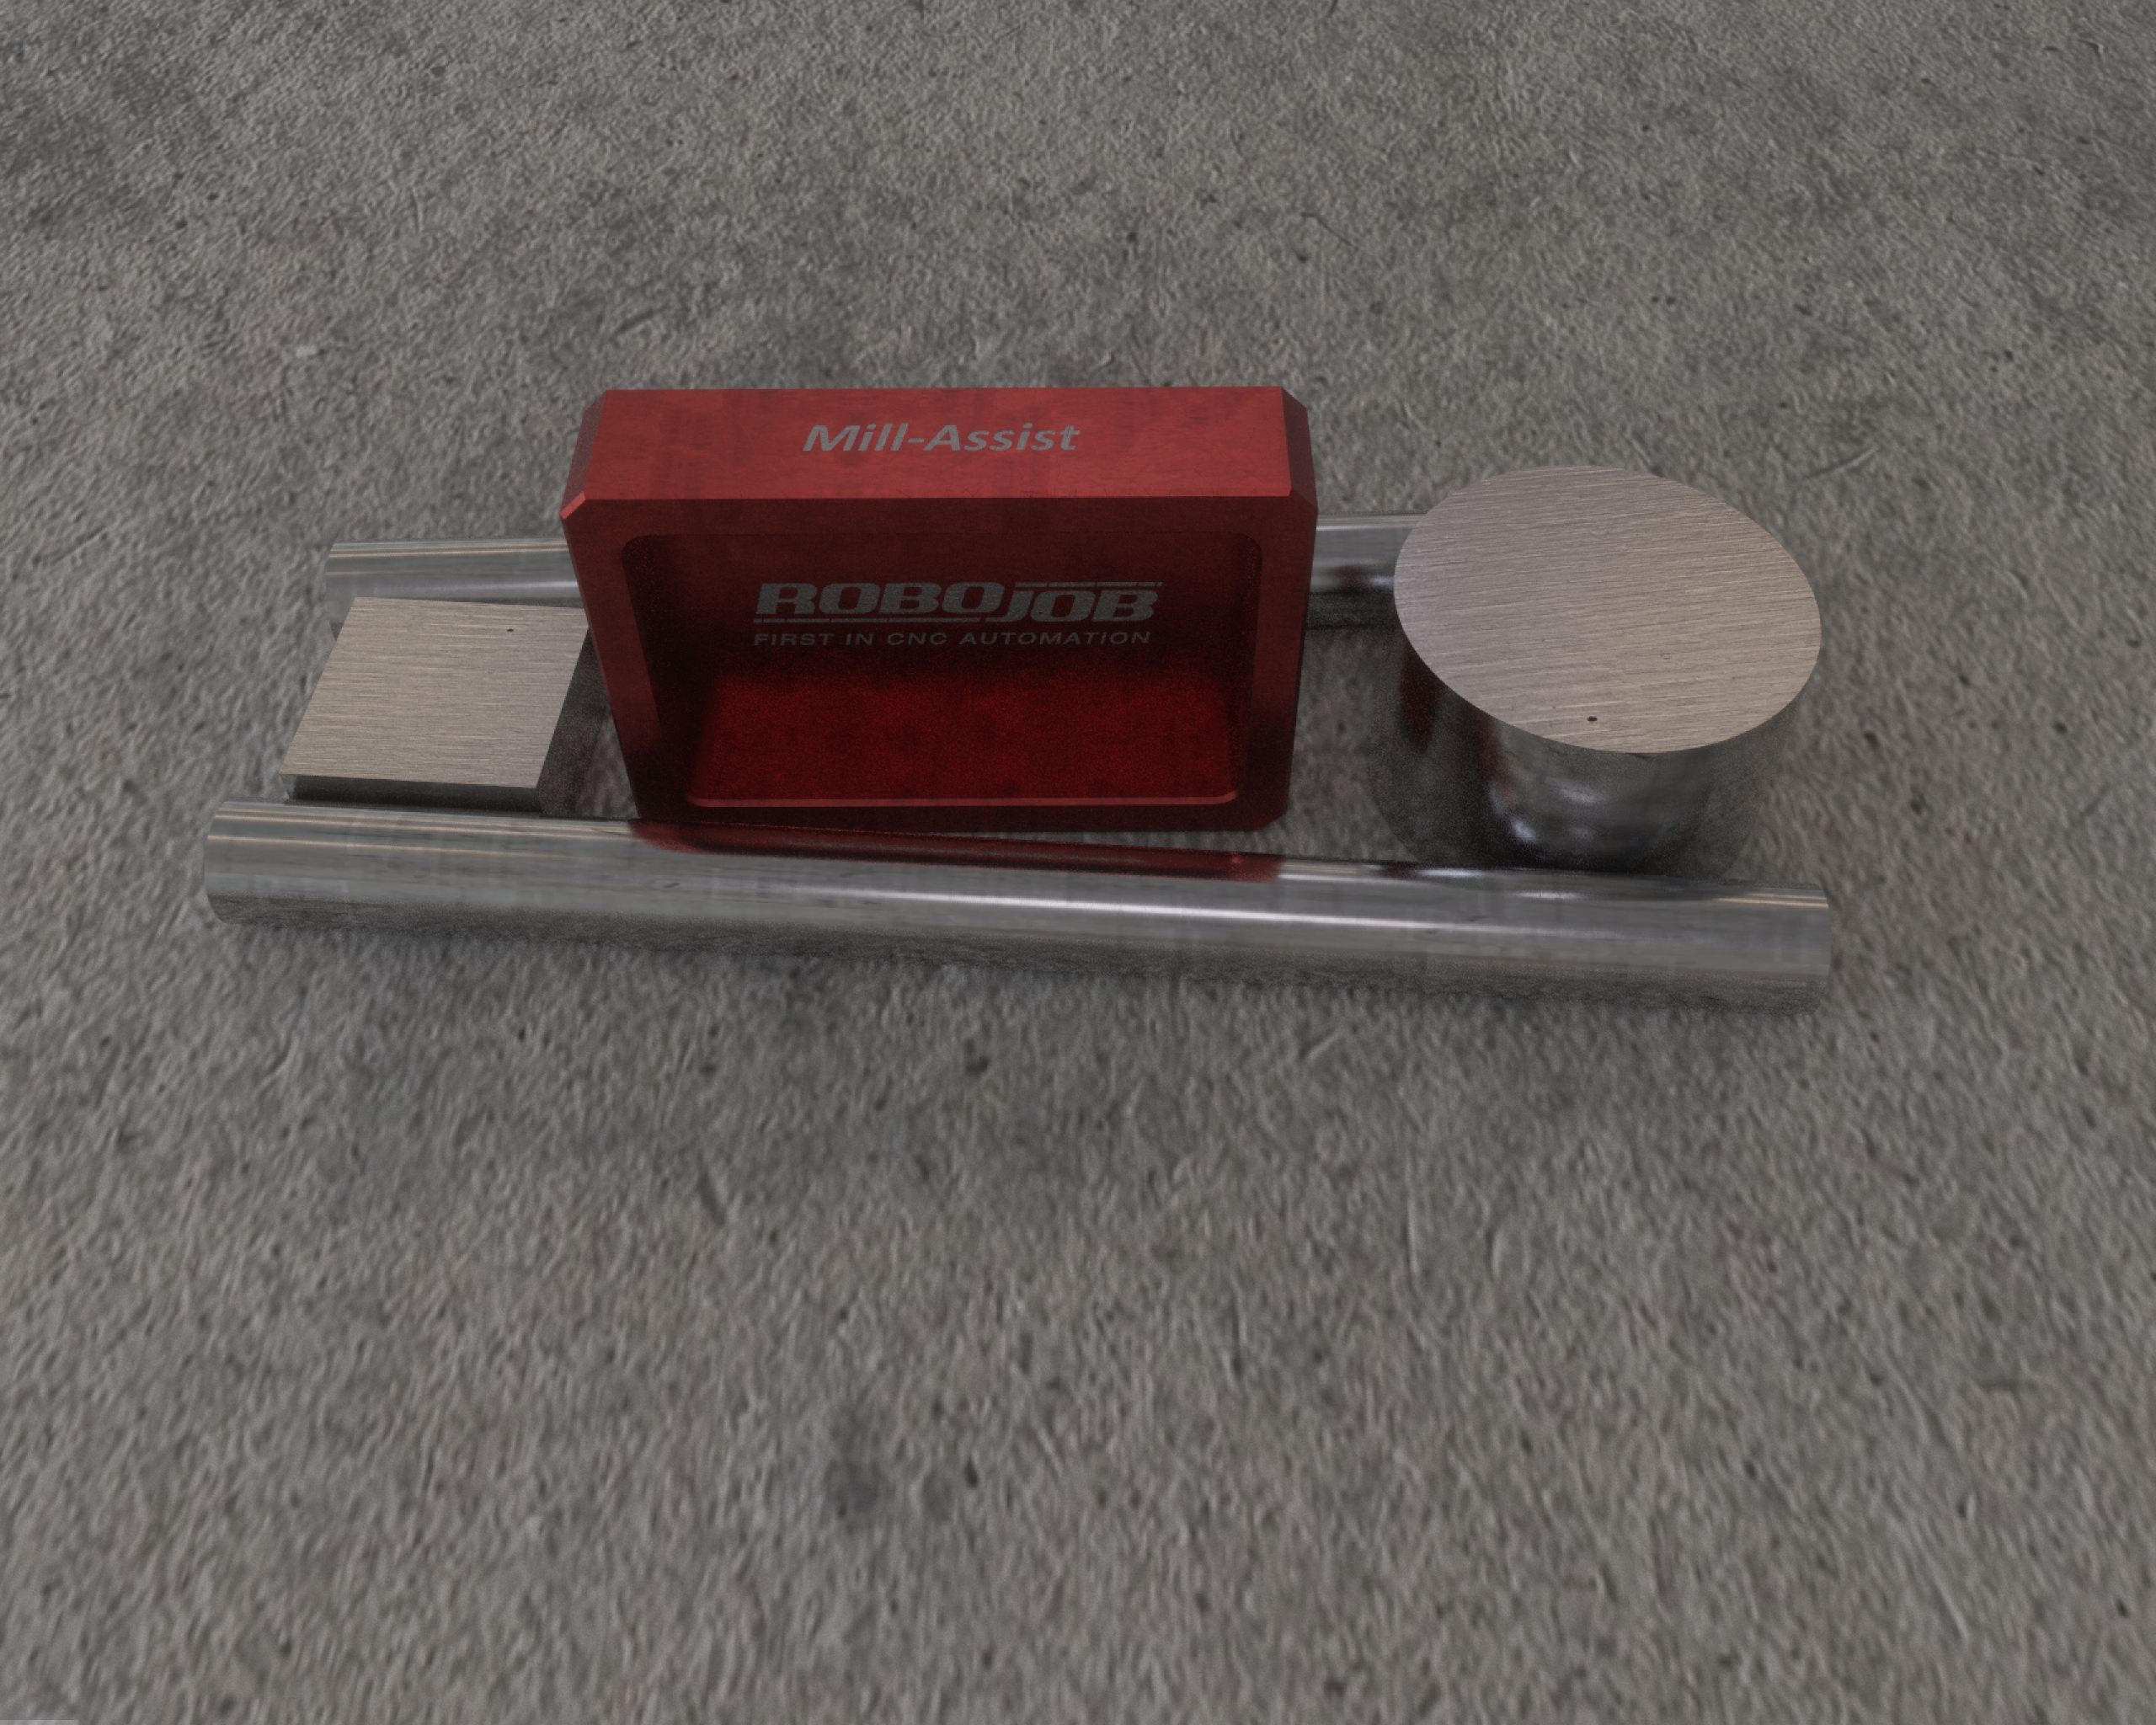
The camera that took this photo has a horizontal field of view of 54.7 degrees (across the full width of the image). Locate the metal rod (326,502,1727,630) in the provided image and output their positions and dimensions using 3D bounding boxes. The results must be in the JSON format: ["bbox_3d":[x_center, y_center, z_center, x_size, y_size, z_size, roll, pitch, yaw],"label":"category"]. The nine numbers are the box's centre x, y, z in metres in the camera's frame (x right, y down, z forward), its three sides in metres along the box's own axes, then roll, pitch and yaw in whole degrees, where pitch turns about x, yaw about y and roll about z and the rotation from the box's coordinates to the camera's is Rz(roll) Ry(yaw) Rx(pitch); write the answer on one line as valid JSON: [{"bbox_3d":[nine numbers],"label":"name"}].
[{"bbox_3d":[-0.008,-0.062,0.457,0.302,0.025,0.025,-2,50,-2],"label":"metal rod"}]

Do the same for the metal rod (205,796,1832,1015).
[{"bbox_3d":[-0.013,0.008,0.398,0.302,0.025,0.025,3,50,2],"label":"metal rod"}]

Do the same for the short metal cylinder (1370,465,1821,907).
[{"bbox_3d":[0.101,-0.034,0.417,0.081,0.050,0.080,0,50,0],"label":"short metal cylinder"}]

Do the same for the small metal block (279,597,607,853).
[{"bbox_3d":[-0.127,-0.027,0.427,0.050,0.025,0.050,3,50,3],"label":"small metal block"}]

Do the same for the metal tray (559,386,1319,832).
[{"bbox_3d":[-0.024,-0.046,0.399,0.131,0.090,0.030,0,50,0],"label":"metal tray"}]
